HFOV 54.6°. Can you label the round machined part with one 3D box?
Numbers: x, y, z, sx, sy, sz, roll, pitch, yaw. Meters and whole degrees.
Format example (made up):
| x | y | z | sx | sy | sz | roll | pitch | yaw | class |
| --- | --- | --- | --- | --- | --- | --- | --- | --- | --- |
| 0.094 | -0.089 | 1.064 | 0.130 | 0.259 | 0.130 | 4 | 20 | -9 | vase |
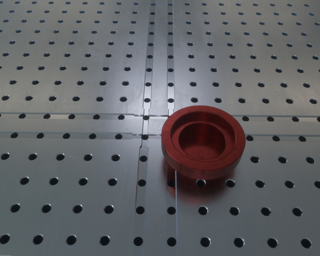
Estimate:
| x | y | z | sx | sy | sz | roll | pitch | yaw | class |
| --- | --- | --- | --- | --- | --- | --- | --- | --- | --- |
| 0.051 | 0.021 | 0.379 | 0.099 | 0.042 | 0.098 | 0 | 50 | 0 | round machined part |
